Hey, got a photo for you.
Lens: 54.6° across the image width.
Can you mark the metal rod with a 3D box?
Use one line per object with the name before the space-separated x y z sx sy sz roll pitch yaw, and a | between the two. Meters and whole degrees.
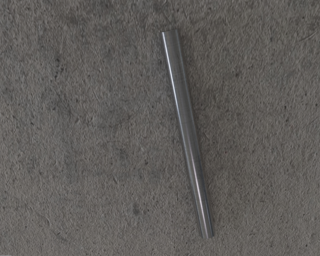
metal rod | 0.041 0.022 0.417 0.025 0.025 0.298 -11 110 4
